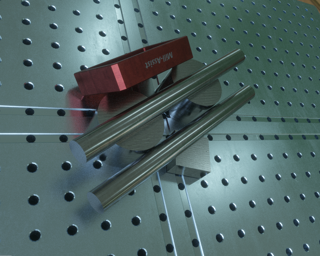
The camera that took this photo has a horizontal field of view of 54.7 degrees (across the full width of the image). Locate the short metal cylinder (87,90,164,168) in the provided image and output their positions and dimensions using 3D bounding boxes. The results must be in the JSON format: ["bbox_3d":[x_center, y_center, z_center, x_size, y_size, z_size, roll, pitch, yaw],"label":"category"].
[{"bbox_3d":[-0.042,0.001,0.370,0.081,0.050,0.080,14,56,-21],"label":"short metal cylinder"}]

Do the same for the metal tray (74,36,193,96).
[{"bbox_3d":[-0.031,-0.081,0.398,0.131,0.090,0.030,-33,112,-38],"label":"metal tray"}]

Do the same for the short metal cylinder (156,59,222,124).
[{"bbox_3d":[0.041,-0.053,0.449,0.081,0.050,0.080,14,56,-21],"label":"short metal cylinder"}]

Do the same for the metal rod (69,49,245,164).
[{"bbox_3d":[0.021,-0.044,0.382,0.302,0.025,0.025,-34,81,-38],"label":"metal rod"}]

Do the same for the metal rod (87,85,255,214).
[{"bbox_3d":[0.038,0.008,0.391,0.302,0.025,0.025,-33,80,-38],"label":"metal rod"}]

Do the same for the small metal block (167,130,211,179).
[{"bbox_3d":[0.037,0.035,0.407,0.050,0.025,0.050,14,56,-21],"label":"small metal block"}]
